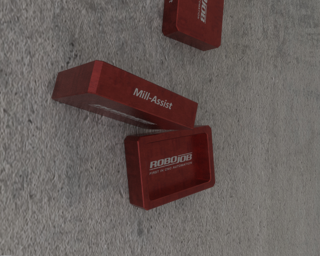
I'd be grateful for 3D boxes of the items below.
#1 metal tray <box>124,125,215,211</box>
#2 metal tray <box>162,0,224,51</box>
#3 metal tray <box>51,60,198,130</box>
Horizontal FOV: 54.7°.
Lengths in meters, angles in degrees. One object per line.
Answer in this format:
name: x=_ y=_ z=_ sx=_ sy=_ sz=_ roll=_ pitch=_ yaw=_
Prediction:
metal tray: x=0.018 y=0.047 z=0.415 sx=0.131 sy=0.030 sz=0.089 roll=-9 pitch=96 yaw=-40
metal tray: x=0.051 y=-0.186 z=0.444 sx=0.091 sy=0.030 sz=0.129 roll=8 pitch=85 yaw=-40
metal tray: x=-0.035 y=-0.028 z=0.332 sx=0.131 sy=0.090 sz=0.030 roll=18 pitch=79 yaw=-39
